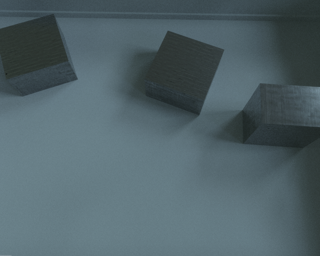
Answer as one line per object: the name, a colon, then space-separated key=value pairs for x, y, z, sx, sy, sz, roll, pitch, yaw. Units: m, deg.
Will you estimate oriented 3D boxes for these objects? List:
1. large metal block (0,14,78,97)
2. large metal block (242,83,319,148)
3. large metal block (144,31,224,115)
large metal block: x=-0.170 y=-0.101 z=0.431 sx=0.081 sy=0.050 sz=0.080 roll=-19 pitch=71 yaw=-7
large metal block: x=0.154 y=-0.012 z=0.387 sx=0.081 sy=0.080 sz=0.050 roll=4 pitch=70 yaw=1
large metal block: x=0.033 y=-0.075 z=0.424 sx=0.080 sy=0.050 sz=0.080 roll=21 pitch=71 yaw=7
